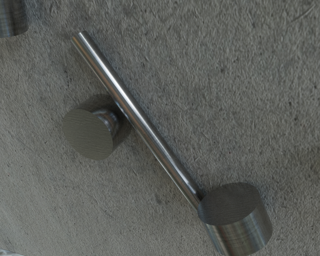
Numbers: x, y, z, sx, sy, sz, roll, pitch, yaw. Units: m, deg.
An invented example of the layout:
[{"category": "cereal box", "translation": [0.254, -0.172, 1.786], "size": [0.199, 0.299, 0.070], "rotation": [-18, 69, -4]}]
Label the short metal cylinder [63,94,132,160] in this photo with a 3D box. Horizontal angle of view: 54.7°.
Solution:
[{"category": "short metal cylinder", "translation": [-0.087, -0.002, 0.436], "size": [0.080, 0.050, 0.079], "rotation": [13, 124, 21]}]

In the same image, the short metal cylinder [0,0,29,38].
[{"category": "short metal cylinder", "translation": [-0.213, -0.150, 0.390], "size": [0.080, 0.080, 0.050], "rotation": [18, 126, 18]}]

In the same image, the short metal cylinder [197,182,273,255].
[{"category": "short metal cylinder", "translation": [0.094, 0.114, 0.392], "size": [0.080, 0.080, 0.050], "rotation": [-13, 112, 33]}]

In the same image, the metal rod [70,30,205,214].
[{"category": "metal rod", "translation": [-0.017, 0.004, 0.418], "size": [0.025, 0.025, 0.299], "rotation": [-27, 104, 37]}]
